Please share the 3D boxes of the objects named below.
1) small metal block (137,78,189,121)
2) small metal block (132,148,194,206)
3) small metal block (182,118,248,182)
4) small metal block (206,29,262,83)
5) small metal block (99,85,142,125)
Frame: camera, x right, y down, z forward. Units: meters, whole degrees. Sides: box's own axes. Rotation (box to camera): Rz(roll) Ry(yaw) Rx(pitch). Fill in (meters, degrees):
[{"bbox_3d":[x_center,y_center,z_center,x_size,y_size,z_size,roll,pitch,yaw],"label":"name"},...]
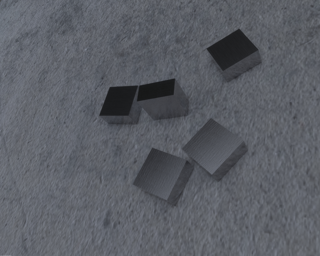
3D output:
[{"bbox_3d":[0.005,-0.036,0.406,0.050,0.050,0.025,-8,59,24],"label":"small metal block"},{"bbox_3d":[0.004,0.057,0.366,0.050,0.025,0.050,17,70,34],"label":"small metal block"},{"bbox_3d":[0.063,0.025,0.355,0.050,0.025,0.050,-46,52,-4],"label":"small metal block"},{"bbox_3d":[0.098,-0.096,0.411,0.050,0.025,0.050,-30,52,8],"label":"small metal block"},{"bbox_3d":[-0.054,-0.033,0.451,0.050,0.025,0.050,1,62,28],"label":"small metal block"}]
